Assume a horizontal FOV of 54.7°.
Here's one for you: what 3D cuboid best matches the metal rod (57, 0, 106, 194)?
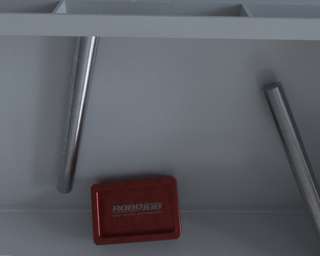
[{"bbox_3d":[-0.107,-0.016,0.393,0.025,0.025,0.298,12,129,-11],"label":"metal rod"}]

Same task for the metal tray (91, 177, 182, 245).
[{"bbox_3d":[-0.036,0.125,0.474,0.131,0.090,0.030,-6,171,4],"label":"metal tray"}]

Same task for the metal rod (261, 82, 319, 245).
[{"bbox_3d":[0.197,0.079,0.412,0.025,0.025,0.299,-22,107,17],"label":"metal rod"}]
